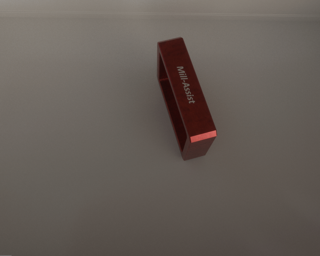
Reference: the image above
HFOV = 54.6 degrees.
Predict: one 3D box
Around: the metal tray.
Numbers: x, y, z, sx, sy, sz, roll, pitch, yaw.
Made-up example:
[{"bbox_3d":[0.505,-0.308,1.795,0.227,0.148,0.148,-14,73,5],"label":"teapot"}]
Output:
[{"bbox_3d":[0.028,-0.033,0.385,0.030,0.090,0.130,-15,71,-6],"label":"metal tray"}]
